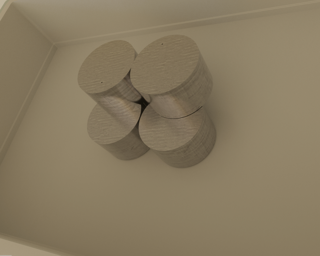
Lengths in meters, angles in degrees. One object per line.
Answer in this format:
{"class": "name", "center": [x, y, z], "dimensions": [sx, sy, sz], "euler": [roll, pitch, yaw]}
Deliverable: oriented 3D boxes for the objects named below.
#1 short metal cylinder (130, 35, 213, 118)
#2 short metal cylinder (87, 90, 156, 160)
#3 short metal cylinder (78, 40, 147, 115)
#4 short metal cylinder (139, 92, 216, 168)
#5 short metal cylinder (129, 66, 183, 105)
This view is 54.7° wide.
{"class": "short metal cylinder", "center": [0.014, -0.058, 0.350], "dimensions": [0.080, 0.050, 0.080], "euler": [-13, 56, 21]}
{"class": "short metal cylinder", "center": [-0.049, -0.004, 0.416], "dimensions": [0.080, 0.050, 0.080], "euler": [-13, 56, 21]}
{"class": "short metal cylinder", "center": [-0.055, -0.063, 0.391], "dimensions": [0.080, 0.050, 0.080], "euler": [-13, 56, 21]}
{"class": "short metal cylinder", "center": [0.022, 0.002, 0.375], "dimensions": [0.080, 0.050, 0.080], "euler": [-13, 56, 21]}
{"class": "short metal cylinder", "center": [0.006, -0.062, 0.423], "dimensions": [0.080, 0.050, 0.080], "euler": [-13, 56, 21]}
